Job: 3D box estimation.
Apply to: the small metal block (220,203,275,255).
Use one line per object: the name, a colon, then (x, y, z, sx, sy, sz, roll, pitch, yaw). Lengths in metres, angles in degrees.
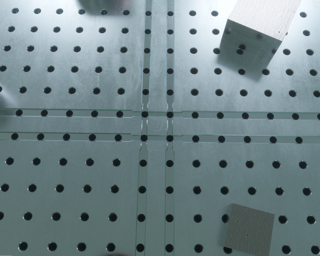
small metal block: (0.104, 0.122, 0.368, 0.050, 0.025, 0.050, 14, 71, 5)

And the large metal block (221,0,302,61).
large metal block: (0.148, -0.158, 0.457, 0.080, 0.050, 0.080, 26, 72, 9)
